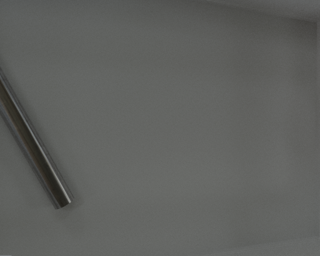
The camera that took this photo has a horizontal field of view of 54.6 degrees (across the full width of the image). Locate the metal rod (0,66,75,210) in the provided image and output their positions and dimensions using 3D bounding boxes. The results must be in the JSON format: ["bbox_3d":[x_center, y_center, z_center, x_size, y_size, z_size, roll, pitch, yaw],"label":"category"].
[{"bbox_3d":[-0.178,-0.043,0.344,0.025,0.025,0.299,-29,100,-18],"label":"metal rod"}]
